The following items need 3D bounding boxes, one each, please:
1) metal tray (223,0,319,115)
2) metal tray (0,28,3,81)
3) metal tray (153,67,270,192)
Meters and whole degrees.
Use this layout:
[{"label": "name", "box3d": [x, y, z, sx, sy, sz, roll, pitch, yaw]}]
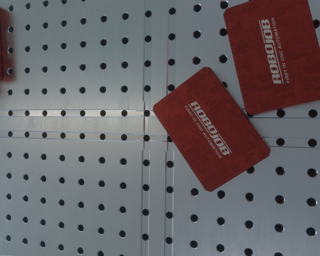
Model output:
[{"label": "metal tray", "box3d": [0.134, -0.087, 0.363, 0.090, 0.030, 0.129, -13, 86, 19]}, {"label": "metal tray", "box3d": [-0.314, -0.141, 0.521, 0.090, 0.030, 0.129, -5, 88, 20]}, {"label": "metal tray", "box3d": [0.063, 0.001, 0.388, 0.090, 0.030, 0.130, -37, 78, 16]}]
